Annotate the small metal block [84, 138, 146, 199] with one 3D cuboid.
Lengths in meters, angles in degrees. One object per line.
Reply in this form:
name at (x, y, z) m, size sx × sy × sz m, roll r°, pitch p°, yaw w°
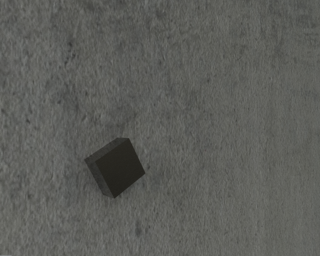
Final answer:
small metal block at (-0.052, 0.045, 0.363) m, size 0.050 × 0.025 × 0.050 m, roll -36°, pitch 113°, yaw -34°
